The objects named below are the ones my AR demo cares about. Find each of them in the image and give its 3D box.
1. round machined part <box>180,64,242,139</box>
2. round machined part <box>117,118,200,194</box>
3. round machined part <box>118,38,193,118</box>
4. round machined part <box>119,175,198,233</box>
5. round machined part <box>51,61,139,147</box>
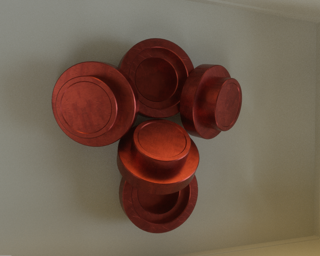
[{"bbox_3d":[0.072,-0.033,0.402,0.099,0.042,0.097,-18,114,-47],"label":"round machined part"},{"bbox_3d":[-0.001,0.026,0.369,0.099,0.098,0.042,-7,137,-20],"label":"round machined part"},{"bbox_3d":[-0.008,-0.060,0.396,0.099,0.042,0.097,0,90,-20],"label":"round machined part"},{"bbox_3d":[-0.004,0.080,0.398,0.099,0.042,0.097,0,90,-20],"label":"round machined part"},{"bbox_3d":[-0.076,-0.025,0.348,0.098,0.042,0.097,1,102,7],"label":"round machined part"}]
